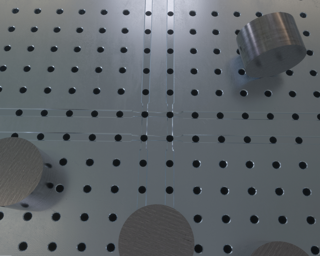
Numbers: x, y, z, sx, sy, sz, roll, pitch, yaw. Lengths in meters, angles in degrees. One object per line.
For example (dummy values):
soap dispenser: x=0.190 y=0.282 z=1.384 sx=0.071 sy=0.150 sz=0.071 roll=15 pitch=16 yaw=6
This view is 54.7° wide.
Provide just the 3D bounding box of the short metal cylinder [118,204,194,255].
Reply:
short metal cylinder: x=-0.004 y=0.130 z=0.351 sx=0.081 sy=0.050 sz=0.080 roll=0 pitch=70 yaw=0

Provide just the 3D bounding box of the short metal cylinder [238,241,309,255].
short metal cylinder: x=0.125 y=0.166 z=0.338 sx=0.081 sy=0.050 sz=0.080 roll=0 pitch=70 yaw=0

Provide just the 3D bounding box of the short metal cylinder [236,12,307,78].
short metal cylinder: x=0.151 y=-0.111 z=0.424 sx=0.081 sy=0.080 sz=0.050 roll=-9 pitch=71 yaw=-3

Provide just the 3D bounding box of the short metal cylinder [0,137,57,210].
short metal cylinder: x=-0.174 y=0.057 z=0.376 sx=0.081 sy=0.050 sz=0.080 roll=0 pitch=70 yaw=0
